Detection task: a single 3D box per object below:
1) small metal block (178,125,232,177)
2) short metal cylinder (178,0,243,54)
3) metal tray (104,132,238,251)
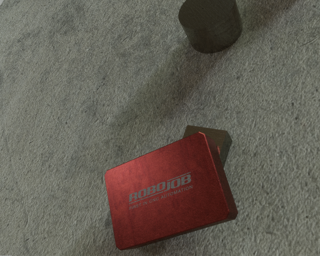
[{"bbox_3d":[0.050,0.027,0.361,0.050,0.025,0.050,9,66,32],"label":"small metal block"},{"bbox_3d":[0.073,-0.154,0.444,0.080,0.050,0.080,-13,56,21],"label":"short metal cylinder"},{"bbox_3d":[0.006,0.070,0.334,0.130,0.030,0.090,-24,64,21],"label":"metal tray"}]
